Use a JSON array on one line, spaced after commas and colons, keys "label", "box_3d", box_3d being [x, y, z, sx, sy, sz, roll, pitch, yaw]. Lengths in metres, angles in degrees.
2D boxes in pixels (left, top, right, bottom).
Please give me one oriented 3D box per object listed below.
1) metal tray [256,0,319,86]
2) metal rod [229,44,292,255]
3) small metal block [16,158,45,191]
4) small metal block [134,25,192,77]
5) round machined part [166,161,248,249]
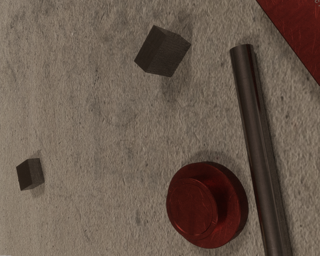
[{"label": "metal tray", "box_3d": [0.152, -0.111, 0.276, 0.090, 0.030, 0.130, -39, 66, 32]}, {"label": "metal rod", "box_3d": [0.108, 0.062, 0.314, 0.025, 0.025, 0.298, -14, 82, 39]}, {"label": "small metal block", "box_3d": [-0.257, 0.092, 0.613, 0.050, 0.025, 0.050, -29, 72, 36]}, {"label": "small metal block", "box_3d": [0.004, -0.093, 0.384, 0.025, 0.050, 0.050, 47, 118, 29]}, {"label": "round machined part", "box_3d": [0.046, 0.089, 0.354, 0.098, 0.042, 0.097, 0, 90, 39]}]
